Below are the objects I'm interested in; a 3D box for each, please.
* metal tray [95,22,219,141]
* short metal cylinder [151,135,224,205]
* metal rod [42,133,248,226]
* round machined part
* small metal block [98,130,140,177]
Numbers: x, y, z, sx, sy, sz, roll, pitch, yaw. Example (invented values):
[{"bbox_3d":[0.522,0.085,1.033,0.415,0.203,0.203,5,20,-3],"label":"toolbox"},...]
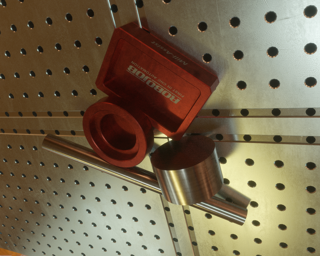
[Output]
[{"bbox_3d":[-0.008,-0.054,0.376,0.130,0.030,0.089,35,128,5],"label":"metal tray"},{"bbox_3d":[0.034,0.050,0.386,0.080,0.080,0.050,-4,117,29],"label":"short metal cylinder"},{"bbox_3d":[-0.025,0.071,0.440,0.301,0.025,0.025,20,127,5],"label":"metal rod"},{"bbox_3d":[-0.051,0.001,0.416,0.098,0.042,0.097,14,125,22],"label":"round machined part"},{"bbox_3d":[-0.063,0.038,0.466,0.050,0.025,0.050,25,127,12],"label":"small metal block"}]
